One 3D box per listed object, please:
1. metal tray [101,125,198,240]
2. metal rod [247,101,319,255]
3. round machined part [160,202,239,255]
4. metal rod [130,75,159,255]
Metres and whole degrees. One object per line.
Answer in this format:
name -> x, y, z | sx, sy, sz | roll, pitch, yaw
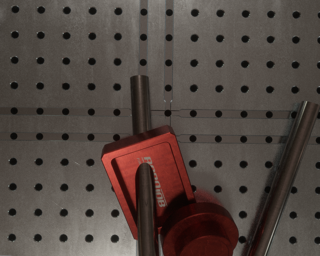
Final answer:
metal tray -> -0.009, 0.071, 0.390 | 0.090, 0.030, 0.129 | -18, 109, -1
metal rod -> 0.153, 0.109, 0.415 | 0.025, 0.025, 0.299 | 20, 90, -1
round machined part -> 0.052, 0.144, 0.386 | 0.099, 0.042, 0.097 | -4, 117, -8
metal rod -> -0.018, 0.080, 0.388 | 0.025, 0.025, 0.298 | -4, 80, -1
